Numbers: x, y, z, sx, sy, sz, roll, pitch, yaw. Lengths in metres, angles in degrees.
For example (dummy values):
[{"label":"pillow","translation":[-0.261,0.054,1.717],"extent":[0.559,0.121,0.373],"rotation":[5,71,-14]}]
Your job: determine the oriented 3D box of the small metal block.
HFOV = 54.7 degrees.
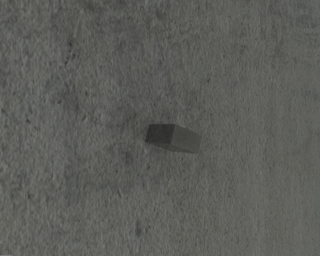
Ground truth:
[{"label":"small metal block","translation":[0.018,0.014,0.406],"extent":[0.050,0.050,0.025],"rotation":[22,76,-38]}]
